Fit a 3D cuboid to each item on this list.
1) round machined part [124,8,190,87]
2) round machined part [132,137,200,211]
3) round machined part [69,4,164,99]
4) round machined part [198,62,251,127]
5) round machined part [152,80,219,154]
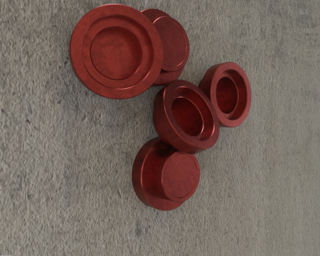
[{"bbox_3d":[0.000,-0.103,0.396,0.099,0.042,0.097,0,90,-40],"label":"round machined part"},{"bbox_3d":[0.015,0.061,0.409,0.099,0.042,0.097,0,90,-40],"label":"round machined part"},{"bbox_3d":[-0.049,-0.081,0.341,0.099,0.042,0.097,-3,98,-19],"label":"round machined part"},{"bbox_3d":[0.095,-0.050,0.477,0.099,0.042,0.097,0,90,-40],"label":"round machined part"},{"bbox_3d":[0.029,-0.011,0.408,0.099,0.042,0.098,22,53,-33],"label":"round machined part"}]
